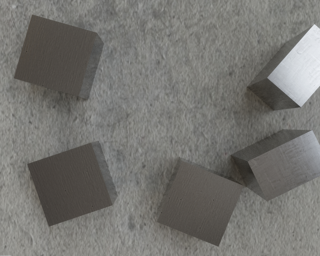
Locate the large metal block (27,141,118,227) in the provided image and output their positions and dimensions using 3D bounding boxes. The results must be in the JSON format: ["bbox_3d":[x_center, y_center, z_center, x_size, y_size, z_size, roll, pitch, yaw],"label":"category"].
[{"bbox_3d":[-0.108,0.068,0.396,0.080,0.050,0.080,-19,90,-1],"label":"large metal block"}]

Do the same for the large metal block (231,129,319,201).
[{"bbox_3d":[0.144,0.042,0.384,0.080,0.080,0.050,-26,90,0],"label":"large metal block"}]

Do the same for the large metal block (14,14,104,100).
[{"bbox_3d":[-0.125,-0.087,0.396,0.080,0.050,0.080,16,90,-1],"label":"large metal block"}]

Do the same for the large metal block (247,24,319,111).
[{"bbox_3d":[0.164,-0.070,0.385,0.050,0.080,0.080,41,90,-1],"label":"large metal block"}]

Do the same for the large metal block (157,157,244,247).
[{"bbox_3d":[0.049,0.091,0.398,0.080,0.050,0.080,22,90,-1],"label":"large metal block"}]
